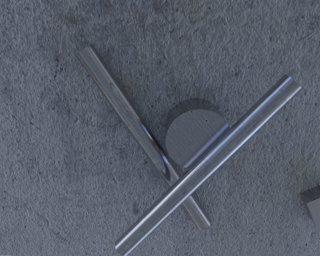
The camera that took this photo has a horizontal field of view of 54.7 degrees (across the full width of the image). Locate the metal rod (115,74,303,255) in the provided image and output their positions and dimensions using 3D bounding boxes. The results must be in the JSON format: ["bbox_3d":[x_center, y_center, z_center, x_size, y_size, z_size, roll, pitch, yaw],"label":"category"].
[{"bbox_3d":[0.048,0.055,0.377,0.025,0.025,0.299,39,105,-13],"label":"metal rod"}]

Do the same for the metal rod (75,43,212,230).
[{"bbox_3d":[-0.013,0.024,0.418,0.025,0.025,0.299,-30,108,10],"label":"metal rod"}]

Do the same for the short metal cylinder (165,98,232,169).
[{"bbox_3d":[0.047,0.007,0.399,0.081,0.050,0.079,0,110,0],"label":"short metal cylinder"}]

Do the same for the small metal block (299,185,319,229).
[{"bbox_3d":[0.241,0.112,0.453,0.050,0.025,0.050,-26,108,9],"label":"small metal block"}]
